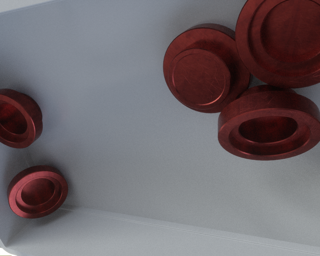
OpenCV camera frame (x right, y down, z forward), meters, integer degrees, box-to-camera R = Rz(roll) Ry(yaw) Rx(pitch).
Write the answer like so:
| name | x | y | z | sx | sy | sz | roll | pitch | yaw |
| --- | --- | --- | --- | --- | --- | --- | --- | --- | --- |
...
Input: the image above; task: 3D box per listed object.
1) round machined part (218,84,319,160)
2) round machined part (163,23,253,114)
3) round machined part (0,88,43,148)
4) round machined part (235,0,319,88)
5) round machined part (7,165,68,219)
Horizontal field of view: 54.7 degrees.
| name | x | y | z | sx | sy | sz | roll | pitch | yaw |
| --- | --- | --- | --- | --- | --- | --- | --- | --- | --- |
| round machined part | 0.109 | -0.007 | 0.317 | 0.099 | 0.042 | 0.098 | 5 | 147 | 3 |
| round machined part | 0.048 | -0.059 | 0.335 | 0.098 | 0.042 | 0.097 | 13 | 124 | 20 |
| round machined part | -0.232 | -0.019 | 0.500 | 0.098 | 0.042 | 0.097 | 8 | 121 | 14 |
| round machined part | 0.121 | -0.089 | 0.279 | 0.098 | 0.042 | 0.097 | 13 | 124 | 20 |
| round machined part | -0.220 | 0.109 | 0.554 | 0.042 | 0.099 | 0.097 | 37 | 140 | 50 |
